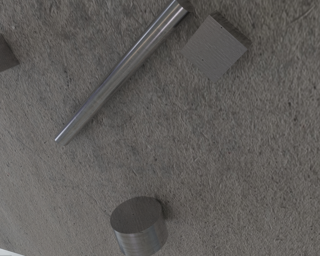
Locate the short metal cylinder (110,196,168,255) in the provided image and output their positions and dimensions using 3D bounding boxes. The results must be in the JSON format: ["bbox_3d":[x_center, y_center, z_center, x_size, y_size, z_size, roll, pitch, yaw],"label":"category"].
[{"bbox_3d":[-0.032,0.152,0.482,0.080,0.080,0.050,1,119,27],"label":"short metal cylinder"}]

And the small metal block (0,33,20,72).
[{"bbox_3d":[-0.246,-0.105,0.455,0.025,0.050,0.050,-13,112,33],"label":"small metal block"}]

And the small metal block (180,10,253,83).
[{"bbox_3d":[0.058,-0.085,0.324,0.050,0.025,0.050,42,129,-1],"label":"small metal block"}]

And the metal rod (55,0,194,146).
[{"bbox_3d":[-0.067,-0.055,0.408,0.025,0.025,0.299,47,129,-5],"label":"metal rod"}]
